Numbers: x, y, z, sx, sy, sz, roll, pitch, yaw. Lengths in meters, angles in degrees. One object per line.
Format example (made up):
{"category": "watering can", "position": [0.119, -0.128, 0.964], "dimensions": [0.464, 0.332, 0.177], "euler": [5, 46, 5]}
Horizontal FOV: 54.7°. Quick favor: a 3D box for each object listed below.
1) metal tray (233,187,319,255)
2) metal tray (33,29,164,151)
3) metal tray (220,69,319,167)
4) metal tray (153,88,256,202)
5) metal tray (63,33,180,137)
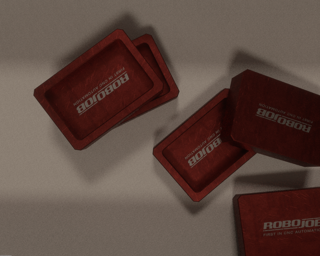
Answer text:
{"category": "metal tray", "position": [0.168, 0.127, 0.403], "dimensions": [0.131, 0.030, 0.090], "euler": [-5, 79, -1]}
{"category": "metal tray", "position": [-0.072, -0.045, 0.377], "dimensions": [0.130, 0.030, 0.090], "euler": [-37, 90, -1]}
{"category": "metal tray", "position": [0.147, -0.010, 0.388], "dimensions": [0.131, 0.030, 0.090], "euler": [16, 78, -13]}
{"category": "metal tray", "position": [0.066, 0.022, 0.409], "dimensions": [0.130, 0.030, 0.090], "euler": [-40, 91, -1]}
{"category": "metal tray", "position": [-0.052, -0.054, 0.408], "dimensions": [0.131, 0.030, 0.090], "euler": [-26, 90, -1]}
